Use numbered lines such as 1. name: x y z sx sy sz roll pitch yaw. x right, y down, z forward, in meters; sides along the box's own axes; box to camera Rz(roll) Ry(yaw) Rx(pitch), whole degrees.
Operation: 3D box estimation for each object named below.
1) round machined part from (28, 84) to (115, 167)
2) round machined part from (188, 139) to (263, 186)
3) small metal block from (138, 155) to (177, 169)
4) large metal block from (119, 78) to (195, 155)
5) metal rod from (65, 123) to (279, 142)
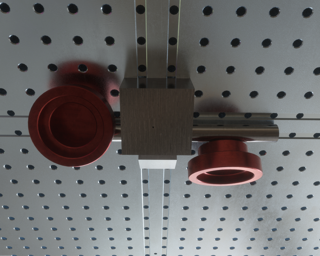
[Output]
1. round machined part: -0.103 -0.005 0.378 0.099 0.042 0.097 0 104 -1
2. round machined part: 0.087 0.047 0.425 0.099 0.042 0.098 0 156 0
3. small metal block: -0.003 0.039 0.432 0.050 0.025 0.050 0 159 -1
4. large metal block: -0.004 -0.015 0.368 0.081 0.050 0.079 0 112 -1
5. metal rod: 0.006 0.006 0.418 0.302 0.025 0.025 0 130 -1
